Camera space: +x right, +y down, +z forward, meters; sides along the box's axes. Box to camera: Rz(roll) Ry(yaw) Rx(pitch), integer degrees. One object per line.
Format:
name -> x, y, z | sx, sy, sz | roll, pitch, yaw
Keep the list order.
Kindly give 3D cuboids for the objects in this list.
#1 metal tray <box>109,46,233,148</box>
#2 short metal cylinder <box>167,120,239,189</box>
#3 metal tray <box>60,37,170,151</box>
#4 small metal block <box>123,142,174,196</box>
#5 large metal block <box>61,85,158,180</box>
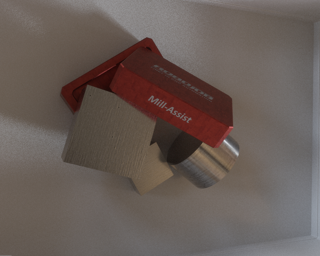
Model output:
metal tray -> 0.019, -0.039, 0.351 | 0.130, 0.090, 0.030 | 29, 119, -4
short metal cylinder -> 0.055, 0.031, 0.402 | 0.050, 0.080, 0.080 | 41, 77, -16
metal tray -> -0.045, -0.043, 0.390 | 0.131, 0.030, 0.090 | -36, 102, -17
small metal block -> -0.018, 0.052, 0.403 | 0.050, 0.025, 0.050 | -31, 100, -18
large metal block -> -0.056, 0.006, 0.342 | 0.081, 0.050, 0.080 | 17, 84, -20
